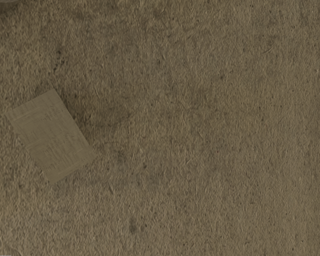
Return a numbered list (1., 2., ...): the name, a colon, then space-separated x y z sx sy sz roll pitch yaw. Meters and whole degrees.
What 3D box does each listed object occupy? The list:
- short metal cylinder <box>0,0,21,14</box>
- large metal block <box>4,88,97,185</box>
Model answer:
1. short metal cylinder: -0.177 -0.162 0.316 0.081 0.050 0.079 0 90 -42
2. large metal block: -0.117 0.008 0.337 0.050 0.080 0.080 -32 101 -17
